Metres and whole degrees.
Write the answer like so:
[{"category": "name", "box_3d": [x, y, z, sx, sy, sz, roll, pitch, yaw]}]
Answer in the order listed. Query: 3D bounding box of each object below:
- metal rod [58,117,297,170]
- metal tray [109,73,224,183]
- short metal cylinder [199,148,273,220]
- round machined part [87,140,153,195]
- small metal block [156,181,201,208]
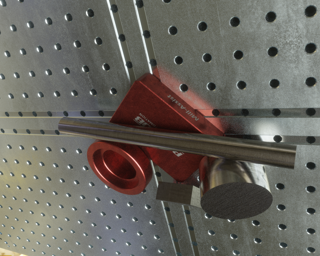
[{"category": "metal rod", "box_3d": [0.002, 0.013, 0.377, 0.301, 0.025, 0.025, 7, 122, 24]}, {"category": "metal tray", "box_3d": [0.006, 0.002, 0.406, 0.130, 0.030, 0.089, 40, 129, 0]}, {"category": "short metal cylinder", "box_3d": [0.088, 0.067, 0.370, 0.080, 0.050, 0.079, 2, 135, 2]}, {"category": "round machined part", "box_3d": [-0.053, 0.047, 0.449, 0.098, 0.042, 0.097, 18, 133, 21]}, {"category": "small metal block", "box_3d": [0.029, 0.094, 0.435, 0.050, 0.025, 0.050, 2, 163, 26]}]
